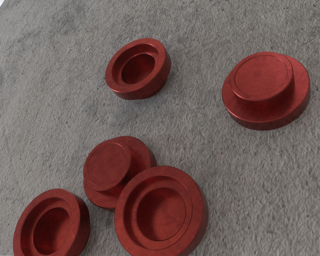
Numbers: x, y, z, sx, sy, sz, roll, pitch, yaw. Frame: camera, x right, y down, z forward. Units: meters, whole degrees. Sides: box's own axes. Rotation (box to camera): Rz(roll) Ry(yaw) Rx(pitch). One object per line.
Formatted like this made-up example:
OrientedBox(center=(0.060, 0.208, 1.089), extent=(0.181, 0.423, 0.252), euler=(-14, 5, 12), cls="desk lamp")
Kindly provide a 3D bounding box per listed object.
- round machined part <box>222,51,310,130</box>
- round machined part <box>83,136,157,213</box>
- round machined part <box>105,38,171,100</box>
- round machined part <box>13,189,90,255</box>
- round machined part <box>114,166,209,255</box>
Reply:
OrientedBox(center=(0.120, -0.050, 0.360), extent=(0.098, 0.042, 0.098), euler=(-13, 56, 21), cls="round machined part")
OrientedBox(center=(-0.057, 0.053, 0.390), extent=(0.098, 0.042, 0.098), euler=(-13, 56, 21), cls="round machined part")
OrientedBox(center=(-0.028, -0.082, 0.458), extent=(0.098, 0.042, 0.098), euler=(-13, 56, 21), cls="round machined part")
OrientedBox(center=(-0.127, 0.128, 0.381), extent=(0.098, 0.042, 0.098), euler=(-13, 56, 21), cls="round machined part")
OrientedBox(center=(0.004, 0.093, 0.332), extent=(0.098, 0.042, 0.098), euler=(-11, 58, 19), cls="round machined part")
